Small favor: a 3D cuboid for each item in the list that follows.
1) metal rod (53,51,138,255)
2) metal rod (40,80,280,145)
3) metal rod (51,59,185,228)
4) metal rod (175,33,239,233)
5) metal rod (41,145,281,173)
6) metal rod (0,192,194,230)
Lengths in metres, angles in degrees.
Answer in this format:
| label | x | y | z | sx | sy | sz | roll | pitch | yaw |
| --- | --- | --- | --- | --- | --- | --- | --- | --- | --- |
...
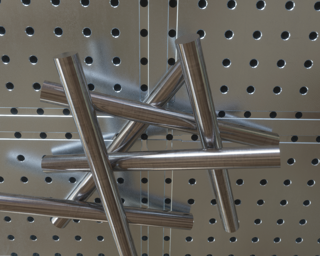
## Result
| label | x | y | z | sx | sy | sz | roll | pitch | yaw |
| --- | --- | --- | --- | --- | --- | --- | --- | --- | --- |
| metal rod | -0.069 | 0.057 | 0.377 | 0.025 | 0.025 | 0.298 | -9 | 117 | 3 |
| metal rod | 0.012 | -0.011 | 0.385 | 0.302 | 0.025 | 0.025 | 12 | 110 | -14 |
| metal rod | -0.058 | 0.030 | 0.423 | 0.025 | 0.025 | 0.299 | 37 | 106 | -13 |
| metal rod | 0.067 | 0.030 | 0.387 | 0.025 | 0.025 | 0.299 | -15 | 124 | 5 |
| metal rod | -0.013 | 0.041 | 0.383 | 0.301 | 0.025 | 0.025 | -4 | 111 | 18 |
| metal rod | -0.099 | 0.115 | 0.430 | 0.302 | 0.025 | 0.025 | 10 | 110 | -14 |
